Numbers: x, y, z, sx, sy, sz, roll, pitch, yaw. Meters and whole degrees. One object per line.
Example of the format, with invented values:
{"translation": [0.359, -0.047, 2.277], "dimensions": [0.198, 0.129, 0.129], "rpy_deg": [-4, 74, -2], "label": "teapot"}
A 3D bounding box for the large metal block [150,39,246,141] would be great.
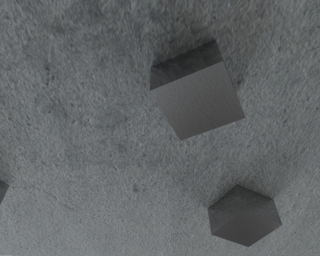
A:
{"translation": [0.043, -0.041, 0.356], "dimensions": [0.080, 0.050, 0.080], "rpy_deg": [-21, 128, 16], "label": "large metal block"}

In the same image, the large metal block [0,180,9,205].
{"translation": [-0.298, 0.098, 0.470], "dimensions": [0.080, 0.050, 0.080], "rpy_deg": [-24, 127, 18], "label": "large metal block"}

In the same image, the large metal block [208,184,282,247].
{"translation": [0.140, 0.149, 0.520], "dimensions": [0.080, 0.050, 0.080], "rpy_deg": [25, 126, -20], "label": "large metal block"}
